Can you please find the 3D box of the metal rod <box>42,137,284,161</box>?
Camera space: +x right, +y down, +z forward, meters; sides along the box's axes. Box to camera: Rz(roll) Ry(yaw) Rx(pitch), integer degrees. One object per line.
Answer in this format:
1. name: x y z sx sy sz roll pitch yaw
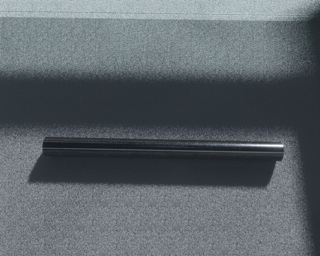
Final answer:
1. metal rod: 0.004 0.027 0.399 0.302 0.025 0.025 1 70 0
